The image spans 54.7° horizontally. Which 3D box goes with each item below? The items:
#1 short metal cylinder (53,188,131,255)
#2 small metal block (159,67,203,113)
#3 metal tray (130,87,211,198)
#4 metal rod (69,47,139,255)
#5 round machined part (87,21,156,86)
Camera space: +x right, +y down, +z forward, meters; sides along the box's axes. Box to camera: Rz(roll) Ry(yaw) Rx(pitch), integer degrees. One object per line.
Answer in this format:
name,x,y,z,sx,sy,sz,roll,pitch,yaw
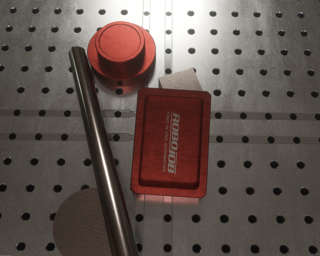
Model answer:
short metal cylinder,-0.075,0.113,0.356,0.081,0.050,0.080,0,70,-1
small metal block,0.030,-0.050,0.431,0.050,0.025,0.050,-18,71,-7
metal tray,0.014,0.018,0.387,0.091,0.030,0.129,4,83,1
metal rod,-0.075,0.010,0.371,0.025,0.025,0.299,-17,58,-6
round machined part,-0.055,-0.112,0.443,0.099,0.042,0.098,0,70,-1
